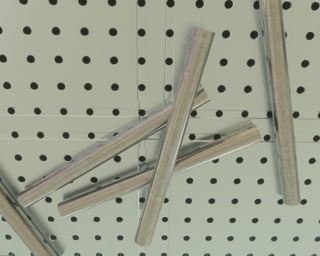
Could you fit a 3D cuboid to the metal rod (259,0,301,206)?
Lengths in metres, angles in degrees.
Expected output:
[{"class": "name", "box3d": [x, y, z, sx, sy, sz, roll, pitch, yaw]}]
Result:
[{"class": "metal rod", "box3d": [0.159, -0.029, 0.405, 0.025, 0.025, 0.298, -13, 110, 4]}]

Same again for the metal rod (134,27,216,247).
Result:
[{"class": "metal rod", "box3d": [0.013, 0.026, 0.395, 0.025, 0.025, 0.298, 13, 109, -5]}]

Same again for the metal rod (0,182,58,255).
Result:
[{"class": "metal rod", "box3d": [-0.235, 0.093, 0.444, 0.025, 0.025, 0.299, -25, 109, 8]}]

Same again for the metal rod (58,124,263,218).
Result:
[{"class": "metal rod", "box3d": [-0.005, 0.064, 0.436, 0.301, 0.025, 0.025, -22, 109, 7]}]

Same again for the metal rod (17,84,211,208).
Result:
[{"class": "metal rod", "box3d": [-0.069, 0.029, 0.423, 0.300, 0.025, 0.025, -30, 108, 10]}]
